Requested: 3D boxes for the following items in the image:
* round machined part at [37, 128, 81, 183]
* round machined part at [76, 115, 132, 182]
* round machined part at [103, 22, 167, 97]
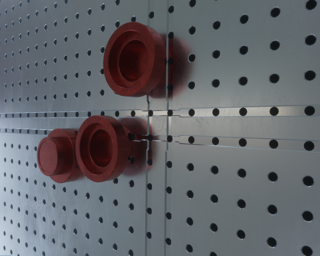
[{"bbox_3d":[-0.182,0.049,0.551,0.098,0.042,0.097,0,90,40],"label":"round machined part"},{"bbox_3d":[-0.080,0.030,0.466,0.098,0.042,0.097,0,90,40],"label":"round machined part"},{"bbox_3d":[-0.030,-0.091,0.424,0.098,0.042,0.097,0,90,40],"label":"round machined part"}]
